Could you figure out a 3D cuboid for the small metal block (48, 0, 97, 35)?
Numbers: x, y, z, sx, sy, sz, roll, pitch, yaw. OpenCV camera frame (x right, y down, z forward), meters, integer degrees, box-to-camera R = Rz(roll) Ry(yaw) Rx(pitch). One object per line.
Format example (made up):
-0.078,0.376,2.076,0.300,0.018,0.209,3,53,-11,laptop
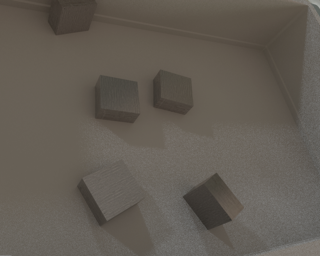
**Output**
-0.119,-0.156,0.420,0.050,0.050,0.025,-23,75,-36,small metal block

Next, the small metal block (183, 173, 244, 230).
0.062,0.088,0.369,0.025,0.050,0.050,-31,79,-38,small metal block

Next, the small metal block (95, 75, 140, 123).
-0.055,-0.037,0.398,0.050,0.025,0.050,7,59,-25,small metal block

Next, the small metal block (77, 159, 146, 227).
-0.053,0.069,0.335,0.050,0.025,0.050,-25,75,-37,small metal block

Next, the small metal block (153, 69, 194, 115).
0.019,-0.051,0.447,0.050,0.025,0.050,12,57,-22,small metal block
